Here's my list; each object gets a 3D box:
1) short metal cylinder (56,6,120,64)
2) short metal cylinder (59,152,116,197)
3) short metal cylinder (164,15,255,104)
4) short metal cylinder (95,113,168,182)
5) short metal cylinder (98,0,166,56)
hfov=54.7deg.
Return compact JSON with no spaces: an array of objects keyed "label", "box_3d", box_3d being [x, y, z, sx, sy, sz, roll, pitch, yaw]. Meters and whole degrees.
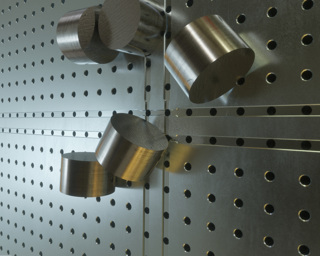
[{"label":"short metal cylinder","box_3d":[-0.102,-0.134,0.456,0.050,0.081,0.079,8,95,39]},{"label":"short metal cylinder","box_3d":[-0.105,0.066,0.458,0.080,0.081,0.050,7,95,39]},{"label":"short metal cylinder","box_3d":[0.052,-0.071,0.330,0.080,0.081,0.050,-47,63,30]},{"label":"short metal cylinder","box_3d":[-0.037,0.023,0.402,0.080,0.081,0.050,43,116,31]},{"label":"short metal cylinder","box_3d":[-0.038,-0.142,0.423,0.080,0.050,0.079,0,90,39]}]
